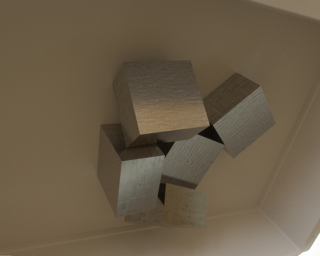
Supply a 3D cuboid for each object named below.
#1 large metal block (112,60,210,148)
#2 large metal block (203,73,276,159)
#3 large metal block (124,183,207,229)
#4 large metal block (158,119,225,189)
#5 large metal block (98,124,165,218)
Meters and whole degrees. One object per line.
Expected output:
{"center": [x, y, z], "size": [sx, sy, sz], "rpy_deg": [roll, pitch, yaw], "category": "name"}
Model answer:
{"center": [-0.001, -0.027, 0.348], "size": [0.081, 0.080, 0.050], "rpy_deg": [-7, 163, -24], "category": "large metal block"}
{"center": [0.107, -0.017, 0.441], "size": [0.080, 0.050, 0.080], "rpy_deg": [-40, 130, -2], "category": "large metal block"}
{"center": [0.008, 0.112, 0.439], "size": [0.080, 0.080, 0.050], "rpy_deg": [21, 65, -38], "category": "large metal block"}
{"center": [0.028, 0.033, 0.430], "size": [0.080, 0.050, 0.080], "rpy_deg": [21, 107, -36], "category": "large metal block"}
{"center": [-0.040, 0.048, 0.381], "size": [0.050, 0.080, 0.079], "rpy_deg": [-6, 121, -26], "category": "large metal block"}
